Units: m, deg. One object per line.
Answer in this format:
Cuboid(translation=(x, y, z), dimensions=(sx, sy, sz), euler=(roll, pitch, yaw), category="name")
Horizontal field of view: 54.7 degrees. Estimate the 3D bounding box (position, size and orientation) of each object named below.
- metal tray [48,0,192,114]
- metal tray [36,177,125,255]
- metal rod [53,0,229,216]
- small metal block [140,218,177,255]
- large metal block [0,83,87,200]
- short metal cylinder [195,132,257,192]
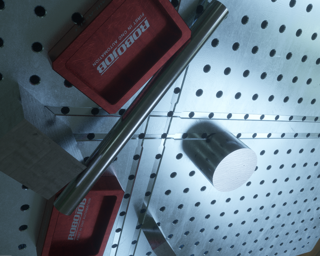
Cuboid(translation=(-0.040, -0.088, 0.330), dimensions=(0.130, 0.030, 0.090), euler=(-45, 129, 3), category="metal tray")
Cuboid(translation=(-0.111, 0.128, 0.426), dimensions=(0.091, 0.030, 0.129), euler=(6, 115, -31), category="metal tray")
Cuboid(translation=(-0.022, -0.023, 0.363), dimensions=(0.300, 0.025, 0.025), euler=(-52, 129, 0), category="metal rod")
Cuboid(translation=(-0.002, 0.185, 0.508), dimensions=(0.025, 0.050, 0.050), euler=(-32, 129, -8), category="small metal block")
Cuboid(translation=(-0.129, 0.013, 0.313), dimensions=(0.050, 0.080, 0.080), euler=(-40, 129, -1), category="large metal block")
Cuboid(translation=(0.103, 0.052, 0.483), dimensions=(0.081, 0.050, 0.079), euler=(-14, 124, -21), category="short metal cylinder")
